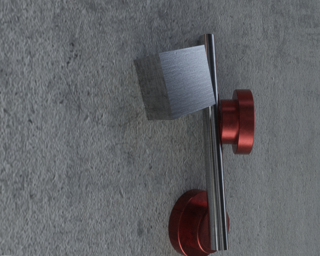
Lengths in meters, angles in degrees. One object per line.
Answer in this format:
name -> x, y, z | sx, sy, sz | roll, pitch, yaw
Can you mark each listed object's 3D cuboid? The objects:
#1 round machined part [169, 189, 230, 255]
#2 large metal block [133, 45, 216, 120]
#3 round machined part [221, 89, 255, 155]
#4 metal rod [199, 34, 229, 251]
round machined part -> 0.063, 0.140, 0.446 | 0.099, 0.042, 0.097 | 0, 90, -40
large metal block -> 0.021, -0.059, 0.406 | 0.081, 0.050, 0.080 | -21, 104, -38
round machined part -> 0.111, -0.009, 0.465 | 0.098, 0.042, 0.097 | -1, 92, -84
metal rod -> 0.074, 0.011, 0.433 | 0.025, 0.025, 0.299 | 9, 75, -40
